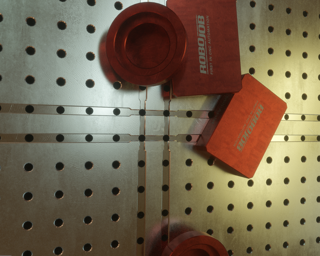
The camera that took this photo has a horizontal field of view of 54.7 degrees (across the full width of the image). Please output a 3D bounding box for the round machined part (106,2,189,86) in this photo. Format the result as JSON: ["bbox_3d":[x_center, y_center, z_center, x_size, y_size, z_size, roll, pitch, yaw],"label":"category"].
[{"bbox_3d":[-0.013,-0.100,0.384,0.098,0.042,0.097,0,92,12],"label":"round machined part"}]

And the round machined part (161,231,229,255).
[{"bbox_3d":[0.042,0.188,0.421,0.099,0.042,0.097,0,90,-21],"label":"round machined part"}]

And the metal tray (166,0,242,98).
[{"bbox_3d":[0.058,-0.108,0.416,0.091,0.030,0.129,-5,91,-1],"label":"metal tray"}]

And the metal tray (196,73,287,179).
[{"bbox_3d":[0.122,-0.003,0.457,0.090,0.030,0.130,33,79,-18],"label":"metal tray"}]
